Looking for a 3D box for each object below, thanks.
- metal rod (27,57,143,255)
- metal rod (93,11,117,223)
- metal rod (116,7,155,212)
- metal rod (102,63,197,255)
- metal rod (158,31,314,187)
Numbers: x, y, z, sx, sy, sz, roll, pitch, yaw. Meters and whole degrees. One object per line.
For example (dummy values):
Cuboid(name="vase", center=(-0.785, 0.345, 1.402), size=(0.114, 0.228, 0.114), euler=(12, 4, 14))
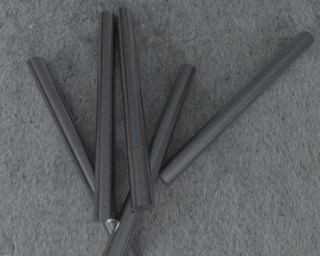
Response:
Cuboid(name="metal rod", center=(-0.103, 0.030, 0.395), size=(0.025, 0.025, 0.299), euler=(-28, 73, -10))
Cuboid(name="metal rod", center=(-0.070, -0.033, 0.404), size=(0.025, 0.025, 0.299), euler=(-3, 65, -2))
Cuboid(name="metal rod", center=(-0.036, -0.045, 0.397), size=(0.025, 0.025, 0.299), euler=(-7, 60, -3))
Cuboid(name="metal rod", center=(-0.010, 0.043, 0.375), size=(0.025, 0.025, 0.300), euler=(19, 65, 6))
Cuboid(name="metal rod", center=(0.110, -0.034, 0.422), size=(0.301, 0.025, 0.025), euler=(-42, 76, -14))
